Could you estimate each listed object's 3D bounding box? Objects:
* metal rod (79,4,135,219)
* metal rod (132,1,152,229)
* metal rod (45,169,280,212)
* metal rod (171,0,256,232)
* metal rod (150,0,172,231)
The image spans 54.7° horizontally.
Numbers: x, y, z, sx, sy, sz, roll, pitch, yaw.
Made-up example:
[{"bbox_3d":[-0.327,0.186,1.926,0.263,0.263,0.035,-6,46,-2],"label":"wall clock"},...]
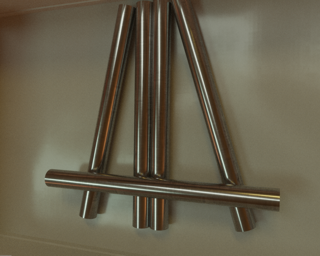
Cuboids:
[{"bbox_3d":[-0.074,-0.020,0.435,0.025,0.025,0.298,13,94,19],"label":"metal rod"},{"bbox_3d":[-0.022,-0.017,0.417,0.025,0.025,0.298,1,90,20],"label":"metal rod"},{"bbox_3d":[-0.012,0.074,0.386,0.301,0.025,0.025,2,91,20],"label":"metal rod"},{"bbox_3d":[0.065,-0.023,0.386,0.025,0.025,0.299,-17,84,19],"label":"metal rod"},{"bbox_3d":[0.001,-0.018,0.409,0.025,0.025,0.298,1,90,20],"label":"metal rod"}]
